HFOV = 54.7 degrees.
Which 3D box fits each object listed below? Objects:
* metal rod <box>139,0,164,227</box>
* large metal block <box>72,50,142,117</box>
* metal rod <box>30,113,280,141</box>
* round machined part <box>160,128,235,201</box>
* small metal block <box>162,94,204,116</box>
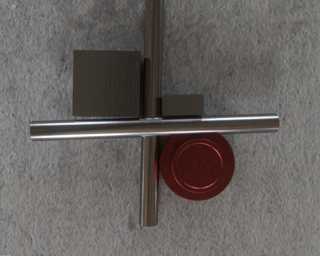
[{"bbox_3d":[-0.011,-0.022,0.411,0.025,0.025,0.298,2,90,-1],"label":"metal rod"},{"bbox_3d":[-0.064,-0.054,0.397,0.081,0.050,0.079,1,90,-1],"label":"large metal block"},{"bbox_3d":[-0.002,-0.001,0.386,0.302,0.025,0.025,-2,90,-5],"label":"metal rod"},{"bbox_3d":[0.049,0.047,0.402,0.099,0.042,0.097,0,90,-1],"label":"round machined part"},{"bbox_3d":[0.028,-0.028,0.399,0.050,0.050,0.025,-1,90,-1],"label":"small metal block"}]
